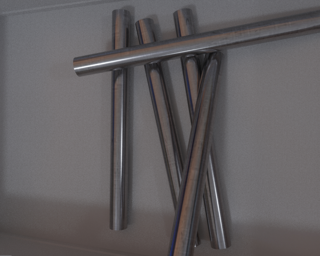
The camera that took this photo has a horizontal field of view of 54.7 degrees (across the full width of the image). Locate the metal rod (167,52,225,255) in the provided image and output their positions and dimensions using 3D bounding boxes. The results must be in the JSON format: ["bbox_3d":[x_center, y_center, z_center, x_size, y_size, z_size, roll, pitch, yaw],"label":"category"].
[{"bbox_3d":[0.038,0.047,0.334,0.025,0.025,0.299,5,67,20],"label":"metal rod"}]

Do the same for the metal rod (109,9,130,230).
[{"bbox_3d":[-0.056,-0.011,0.430,0.025,0.025,0.298,1,90,20],"label":"metal rod"}]

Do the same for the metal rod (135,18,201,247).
[{"bbox_3d":[0.010,0.003,0.406,0.025,0.025,0.298,-13,86,19],"label":"metal rod"}]

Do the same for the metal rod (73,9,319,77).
[{"bbox_3d":[0.042,-0.099,0.369,0.301,0.025,0.025,-8,87,10],"label":"metal rod"}]

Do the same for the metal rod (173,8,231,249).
[{"bbox_3d":[0.052,-0.002,0.391,0.025,0.025,0.298,-10,87,20],"label":"metal rod"}]
